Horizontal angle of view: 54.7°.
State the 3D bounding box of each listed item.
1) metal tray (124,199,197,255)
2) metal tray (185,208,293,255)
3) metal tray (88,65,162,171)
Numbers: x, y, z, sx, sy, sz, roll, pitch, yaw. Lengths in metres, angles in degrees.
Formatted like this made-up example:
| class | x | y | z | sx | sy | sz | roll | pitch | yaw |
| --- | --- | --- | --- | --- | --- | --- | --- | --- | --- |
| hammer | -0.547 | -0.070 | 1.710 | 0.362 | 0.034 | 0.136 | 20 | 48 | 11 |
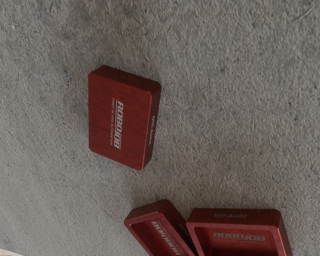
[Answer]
| class | x | y | z | sx | sy | sz | roll | pitch | yaw |
| --- | --- | --- | --- | --- | --- | --- | --- | --- | --- |
| metal tray | 0.012 | 0.184 | 0.510 | 0.090 | 0.030 | 0.130 | -28 | 104 | 37 |
| metal tray | 0.112 | 0.160 | 0.443 | 0.130 | 0.030 | 0.090 | -8 | 115 | 31 |
| metal tray | -0.052 | -0.011 | 0.424 | 0.090 | 0.030 | 0.129 | 20 | 126 | 16 |
